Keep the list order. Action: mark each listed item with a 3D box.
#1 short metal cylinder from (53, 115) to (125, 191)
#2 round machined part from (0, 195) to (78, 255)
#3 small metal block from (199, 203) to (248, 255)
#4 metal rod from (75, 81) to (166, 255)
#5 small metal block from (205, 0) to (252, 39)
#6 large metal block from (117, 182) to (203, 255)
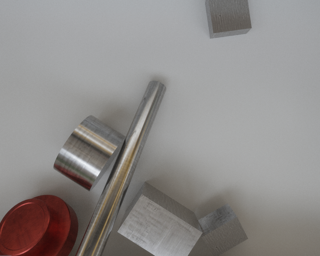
[{"bbox_3d":[-0.085,0.031,0.383,0.050,0.080,0.080,33,90,0],"label":"short metal cylinder"},{"bbox_3d":[-0.154,0.125,0.374,0.098,0.042,0.098,-10,50,12],"label":"round machined part"},{"bbox_3d":[0.080,0.133,0.401,0.050,0.025,0.050,-30,122,0],"label":"small metal block"},{"bbox_3d":[-0.050,0.071,0.347,0.025,0.025,0.300,21,64,0],"label":"metal rod"},{"bbox_3d":[0.090,-0.151,0.413,0.050,0.025,0.050,-8,90,-1],"label":"small metal block"},{"bbox_3d":[0.000,0.116,0.384,0.080,0.080,0.050,33,90,0],"label":"large metal block"}]
